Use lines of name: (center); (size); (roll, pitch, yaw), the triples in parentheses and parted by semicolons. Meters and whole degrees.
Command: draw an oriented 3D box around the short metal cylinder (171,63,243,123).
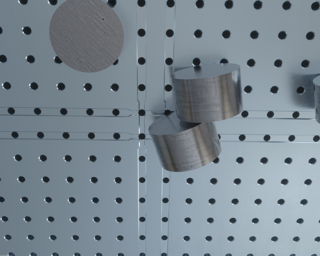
short metal cylinder: (0.056, -0.044, 0.369); (0.080, 0.080, 0.050); (-9, 110, 3)

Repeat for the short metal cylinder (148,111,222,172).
short metal cylinder: (0.032, 0.012, 0.389); (0.080, 0.080, 0.050); (-17, 110, 6)

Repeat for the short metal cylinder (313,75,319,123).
short metal cylinder: (0.231, -0.037, 0.374); (0.080, 0.080, 0.050); (-12, 110, 4)

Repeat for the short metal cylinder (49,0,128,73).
short metal cylinder: (-0.080, -0.108, 0.359); (0.081, 0.050, 0.079); (0, 110, -1)
